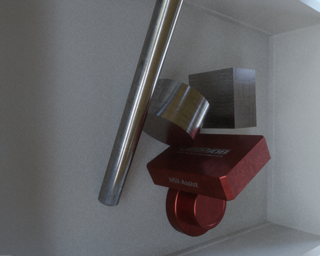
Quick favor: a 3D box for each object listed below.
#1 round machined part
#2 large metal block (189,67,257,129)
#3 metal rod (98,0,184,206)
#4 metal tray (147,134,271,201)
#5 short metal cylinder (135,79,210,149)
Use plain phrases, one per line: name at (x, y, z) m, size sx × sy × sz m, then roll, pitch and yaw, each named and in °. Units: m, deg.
round machined part at (0.059, 0.108, 0.448) m, size 0.099 × 0.042 × 0.097 m, roll 0°, pitch 90°, yaw -40°
large metal block at (0.089, -0.040, 0.448) m, size 0.050 × 0.080 × 0.079 m, roll -4°, pitch 93°, yaw -40°
metal rod at (-0.014, -0.051, 0.318) m, size 0.025 × 0.025 × 0.298 m, roll 4°, pitch 112°, yaw -40°
metal tray at (0.057, 0.042, 0.388) m, size 0.091 × 0.130 × 0.030 m, roll -35°, pitch 112°, yaw -35°
short metal cylinder at (0.015, -0.016, 0.385) m, size 0.080 × 0.080 × 0.050 m, roll 41°, pitch 65°, yaw -33°
